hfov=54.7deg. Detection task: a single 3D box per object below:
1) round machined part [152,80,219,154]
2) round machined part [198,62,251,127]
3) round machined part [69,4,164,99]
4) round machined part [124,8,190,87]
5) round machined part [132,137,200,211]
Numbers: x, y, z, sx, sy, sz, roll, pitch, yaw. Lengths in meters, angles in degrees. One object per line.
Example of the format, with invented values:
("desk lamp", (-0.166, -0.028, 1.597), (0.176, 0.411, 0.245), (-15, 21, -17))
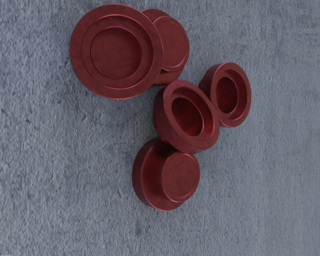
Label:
("round machined part", (0.029, -0.011, 0.408), (0.099, 0.042, 0.098), (22, 53, -33))
("round machined part", (0.095, -0.050, 0.477), (0.099, 0.042, 0.097), (0, 90, -40))
("round machined part", (-0.049, -0.081, 0.341), (0.099, 0.042, 0.097), (-3, 98, -19))
("round machined part", (0.000, -0.103, 0.396), (0.099, 0.042, 0.097), (0, 90, -40))
("round machined part", (0.015, 0.061, 0.409), (0.099, 0.042, 0.097), (0, 90, -40))
